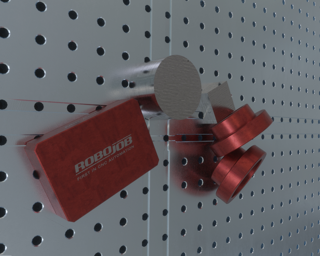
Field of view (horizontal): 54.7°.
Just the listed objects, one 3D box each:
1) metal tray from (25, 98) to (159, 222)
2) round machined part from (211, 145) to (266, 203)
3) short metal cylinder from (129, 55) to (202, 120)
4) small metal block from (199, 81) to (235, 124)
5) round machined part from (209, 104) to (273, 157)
[{"bbox_3d":[-0.068,0.030,0.349,0.131,0.030,0.090,-31,109,-36],"label":"metal tray"},{"bbox_3d":[0.116,0.065,0.475,0.098,0.042,0.098,-41,155,-24],"label":"round machined part"},{"bbox_3d":[0.008,-0.050,0.400,0.081,0.050,0.079,0,90,-40],"label":"short metal cylinder"},{"bbox_3d":[0.087,-0.040,0.483,0.050,0.025,0.050,-33,111,-35],"label":"small metal block"},{"bbox_3d":[0.114,-0.001,0.464,0.099,0.098,0.042,-32,86,-35],"label":"round machined part"}]
